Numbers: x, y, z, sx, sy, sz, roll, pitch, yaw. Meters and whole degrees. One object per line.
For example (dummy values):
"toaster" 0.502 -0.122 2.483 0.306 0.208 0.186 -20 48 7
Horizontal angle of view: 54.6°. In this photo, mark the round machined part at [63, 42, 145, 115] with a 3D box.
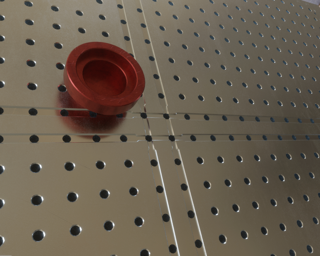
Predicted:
"round machined part" -0.072 -0.058 0.394 0.099 0.042 0.098 13 56 -21
